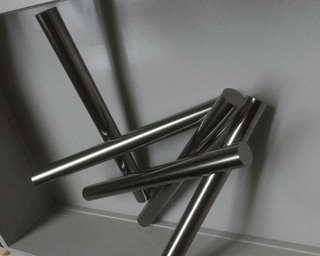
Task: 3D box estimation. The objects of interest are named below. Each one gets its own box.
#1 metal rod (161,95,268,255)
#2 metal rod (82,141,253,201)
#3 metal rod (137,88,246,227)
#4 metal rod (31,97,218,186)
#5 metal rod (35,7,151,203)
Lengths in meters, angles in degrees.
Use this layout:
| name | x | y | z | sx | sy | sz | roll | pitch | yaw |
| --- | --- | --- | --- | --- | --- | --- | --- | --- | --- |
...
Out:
| name | x | y | z | sx | sy | sz | roll | pitch | yaw |
| --- | --- | --- | --- | --- | --- | --- | --- | --- | --- |
| metal rod | 0.043 | 0.101 | 0.368 | 0.025 | 0.025 | 0.298 | 28 | 102 | 11 |
| metal rod | -0.017 | 0.066 | 0.406 | 0.299 | 0.025 | 0.025 | -22 | 107 | 44 |
| metal rod | 0.024 | 0.062 | 0.412 | 0.025 | 0.025 | 0.298 | 34 | 136 | 6 |
| metal rod | -0.048 | 0.022 | 0.401 | 0.300 | 0.025 | 0.025 | -21 | 108 | 21 |
| metal rod | -0.076 | -0.010 | 0.415 | 0.025 | 0.025 | 0.299 | -3 | 126 | 30 |
